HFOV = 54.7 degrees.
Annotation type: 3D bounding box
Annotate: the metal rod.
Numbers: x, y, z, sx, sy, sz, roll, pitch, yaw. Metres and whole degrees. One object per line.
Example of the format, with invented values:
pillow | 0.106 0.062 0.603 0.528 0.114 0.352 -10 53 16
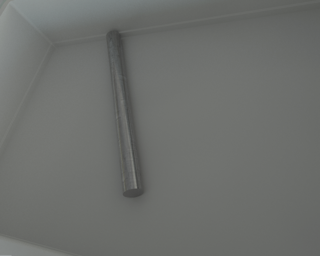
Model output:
metal rod | -0.057 -0.041 0.459 0.025 0.025 0.299 -22 53 14
